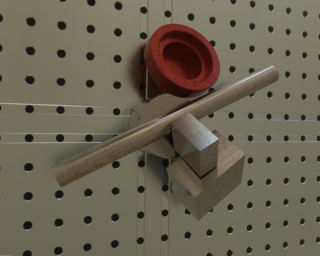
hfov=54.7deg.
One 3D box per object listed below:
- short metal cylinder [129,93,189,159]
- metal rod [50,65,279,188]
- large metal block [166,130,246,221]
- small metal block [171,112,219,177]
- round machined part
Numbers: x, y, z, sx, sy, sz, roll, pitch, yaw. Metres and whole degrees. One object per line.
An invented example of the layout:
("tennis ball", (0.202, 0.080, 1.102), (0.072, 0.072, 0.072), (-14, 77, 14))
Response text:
("short metal cylinder", (0.005, -0.003, 0.401), (0.081, 0.050, 0.079), (0, 90, -21))
("metal rod", (0.021, -0.011, 0.368), (0.302, 0.025, 0.025), (-26, 99, -19))
("large metal block", (0.060, 0.062, 0.398), (0.080, 0.050, 0.080), (-37, 147, -16))
("small metal block", (0.039, 0.019, 0.350), (0.025, 0.050, 0.050), (-31, 143, -18))
("round machined part", (0.025, -0.082, 0.401), (0.099, 0.042, 0.098), (11, 63, -22))
